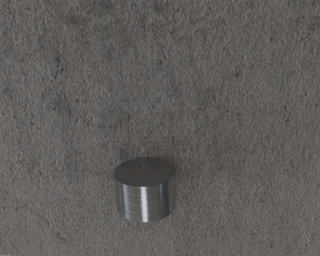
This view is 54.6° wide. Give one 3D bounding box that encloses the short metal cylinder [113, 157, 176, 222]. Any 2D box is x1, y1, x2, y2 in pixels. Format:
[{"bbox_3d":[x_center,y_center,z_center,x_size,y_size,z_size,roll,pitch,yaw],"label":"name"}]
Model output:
[{"bbox_3d":[-0.019,0.078,0.409,0.080,0.080,0.050,-2,110,0],"label":"short metal cylinder"}]
